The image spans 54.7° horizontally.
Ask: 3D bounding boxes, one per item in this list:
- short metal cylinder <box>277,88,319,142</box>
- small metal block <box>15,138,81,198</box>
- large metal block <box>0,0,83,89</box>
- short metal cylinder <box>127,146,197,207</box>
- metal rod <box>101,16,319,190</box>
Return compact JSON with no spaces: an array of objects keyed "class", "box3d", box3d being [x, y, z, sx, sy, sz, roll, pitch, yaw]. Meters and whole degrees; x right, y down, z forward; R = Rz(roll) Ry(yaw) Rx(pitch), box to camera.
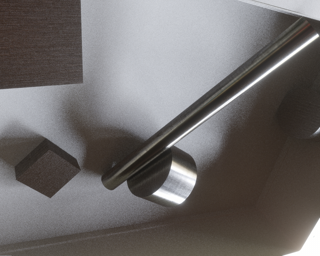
[{"class":"short metal cylinder","box3d":[0.238,-0.020,0.494,0.050,0.080,0.079,9,114,-33]},{"class":"small metal block","box3d":[-0.132,0.048,0.367,0.050,0.025,0.050,-43,130,1]},{"class":"large metal block","box3d":[-0.116,-0.084,0.278,0.081,0.050,0.079,-9,122,-24]},{"class":"short metal cylinder","box3d":[0.002,0.060,0.413,0.050,0.080,0.080,32,100,-39]},{"class":"metal rod","box3d":[0.036,-0.011,0.355,0.299,0.025,0.025,-39,133,26]}]
